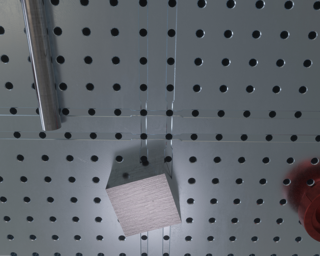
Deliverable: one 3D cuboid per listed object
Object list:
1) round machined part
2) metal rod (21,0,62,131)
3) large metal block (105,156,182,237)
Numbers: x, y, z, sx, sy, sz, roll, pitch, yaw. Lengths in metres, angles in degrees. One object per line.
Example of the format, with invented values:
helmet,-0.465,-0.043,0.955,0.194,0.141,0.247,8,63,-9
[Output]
round machined part,0.249,0.115,0.449,0.099,0.042,0.097,0,110,0
metal rod,-0.147,-0.140,0.360,0.025,0.025,0.298,-1,110,0
large metal block,-0.021,0.096,0.435,0.080,0.050,0.080,-16,110,5
